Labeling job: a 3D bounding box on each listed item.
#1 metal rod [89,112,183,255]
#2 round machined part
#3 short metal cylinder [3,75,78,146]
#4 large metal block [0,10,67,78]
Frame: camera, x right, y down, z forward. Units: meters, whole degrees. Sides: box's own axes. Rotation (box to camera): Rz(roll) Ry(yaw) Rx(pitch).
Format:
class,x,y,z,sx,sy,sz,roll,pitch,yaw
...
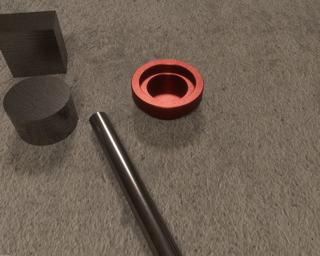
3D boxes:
class,x,y,z,sx,sy,sz,roll,pitch,yaw
metal rod,-0.014,0.090,0.326,0.025,0.025,0.300,-21,53,-17
round machined part,0.010,-0.049,0.434,0.099,0.042,0.098,0,50,0
short metal cylinder,-0.153,-0.023,0.405,0.081,0.050,0.080,0,50,0
large metal block,-0.191,-0.126,0.471,0.081,0.080,0.050,-6,51,-6
